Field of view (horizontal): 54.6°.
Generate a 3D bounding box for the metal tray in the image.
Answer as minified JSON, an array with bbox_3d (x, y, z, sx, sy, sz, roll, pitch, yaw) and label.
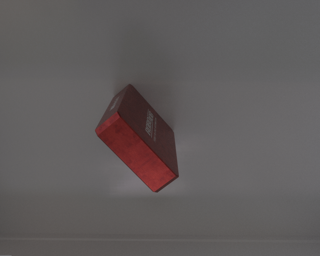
[{"bbox_3d":[-0.021,0.005,0.357,0.030,0.130,0.090,-39,106,13],"label":"metal tray"}]
